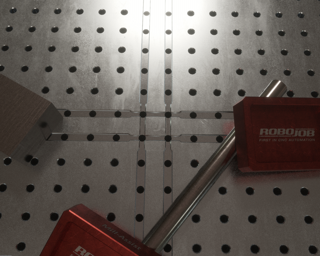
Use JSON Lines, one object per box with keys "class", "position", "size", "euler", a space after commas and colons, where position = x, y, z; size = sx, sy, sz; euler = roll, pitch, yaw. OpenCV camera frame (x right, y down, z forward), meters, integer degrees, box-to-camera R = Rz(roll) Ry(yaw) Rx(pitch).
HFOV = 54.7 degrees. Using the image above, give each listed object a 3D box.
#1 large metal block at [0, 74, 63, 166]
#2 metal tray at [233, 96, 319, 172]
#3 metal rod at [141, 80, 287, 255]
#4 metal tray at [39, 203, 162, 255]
{"class": "large metal block", "position": [-0.189, -0.010, 0.400], "size": [0.080, 0.050, 0.080], "euler": [29, 72, 9]}
{"class": "metal tray", "position": [0.162, 0.008, 0.390], "size": [0.131, 0.030, 0.090], "euler": [0, 78, -10]}
{"class": "metal rod", "position": [0.070, 0.049, 0.394], "size": [0.025, 0.025, 0.301], "euler": [39, 74, 12]}
{"class": "metal tray", "position": [-0.063, 0.155, 0.334], "size": [0.130, 0.030, 0.090], "euler": [30, 95, 10]}
